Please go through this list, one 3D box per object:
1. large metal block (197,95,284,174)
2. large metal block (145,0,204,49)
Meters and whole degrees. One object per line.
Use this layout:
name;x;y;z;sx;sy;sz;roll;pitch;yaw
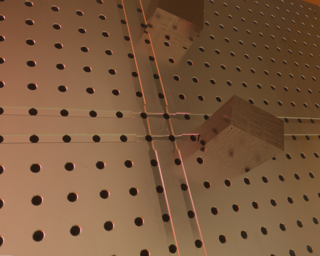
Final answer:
large metal block;0.109;0.012;0.423;0.080;0.080;0.050;26;53;-13
large metal block;0.026;-0.192;0.523;0.080;0.050;0.080;18;55;-18
